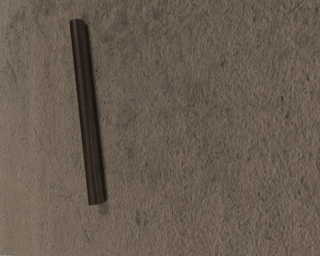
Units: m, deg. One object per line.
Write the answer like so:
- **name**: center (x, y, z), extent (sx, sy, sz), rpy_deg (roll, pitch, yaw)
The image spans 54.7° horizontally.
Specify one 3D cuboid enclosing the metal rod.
- **metal rod**: center (-0.118, -0.029, 0.499), extent (0.025, 0.025, 0.298), rpy_deg (-13, 82, 39)
